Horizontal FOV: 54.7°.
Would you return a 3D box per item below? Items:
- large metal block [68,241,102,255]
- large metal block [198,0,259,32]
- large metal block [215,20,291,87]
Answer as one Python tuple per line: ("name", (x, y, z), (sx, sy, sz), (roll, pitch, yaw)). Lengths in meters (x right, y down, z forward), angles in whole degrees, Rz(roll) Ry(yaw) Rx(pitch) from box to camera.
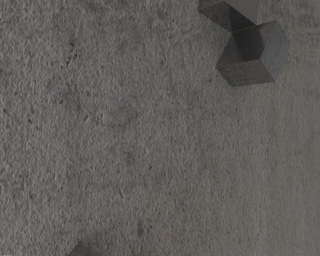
("large metal block", (-0.074, 0.172, 0.308), (0.080, 0.080, 0.050), (-51, 120, -28))
("large metal block", (0.110, -0.207, 0.480), (0.081, 0.050, 0.080), (16, 80, -39))
("large metal block", (0.148, -0.116, 0.492), (0.050, 0.080, 0.080), (42, 65, -32))
